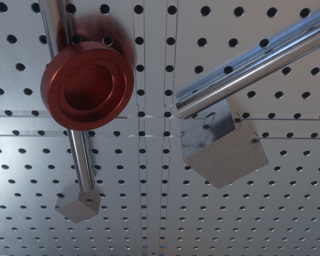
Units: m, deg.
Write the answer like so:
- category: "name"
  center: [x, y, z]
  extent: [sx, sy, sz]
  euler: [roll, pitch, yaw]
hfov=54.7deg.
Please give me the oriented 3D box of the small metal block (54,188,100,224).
- category: "small metal block"
  center: [-0.138, 0.131, 0.521]
  extent: [0.050, 0.025, 0.050]
  euler: [-26, 126, 20]

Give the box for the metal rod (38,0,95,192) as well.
- category: "metal rod"
  center: [-0.110, -0.023, 0.390]
  extent: [0.025, 0.025, 0.298]
  euler: [1, 130, -1]

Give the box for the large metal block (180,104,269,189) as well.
- category: "large metal block"
  center: [0.086, 0.028, 0.421]
  extent: [0.080, 0.050, 0.080]
  euler: [-34, 123, 25]

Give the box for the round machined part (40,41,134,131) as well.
- category: "round machined part"
  center: [-0.081, -0.048, 0.339]
  extent: [0.099, 0.042, 0.097]
  euler: [-25, 137, -25]

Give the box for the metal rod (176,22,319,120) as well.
- category: "metal rod"
  center: [0.150, -0.088, 0.338]
  extent: [0.300, 0.025, 0.025]
  euler: [-28, 125, 21]
